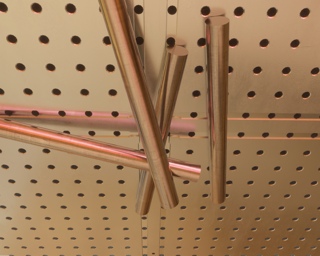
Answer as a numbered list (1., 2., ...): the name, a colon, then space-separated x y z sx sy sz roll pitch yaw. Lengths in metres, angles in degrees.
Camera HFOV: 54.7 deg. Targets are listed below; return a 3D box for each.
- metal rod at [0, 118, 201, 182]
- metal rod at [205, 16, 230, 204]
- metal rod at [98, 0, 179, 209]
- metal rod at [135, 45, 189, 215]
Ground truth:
1. metal rod: -0.094 0.027 0.411 0.302 0.025 0.025 14 129 -4
2. metal rod: 0.077 0.002 0.414 0.025 0.025 0.298 -6 130 4
3. metal rod: -0.021 -0.028 0.347 0.025 0.025 0.298 -11 117 8
4. metal rod: -0.006 0.027 0.434 0.025 0.025 0.298 7 130 -7
